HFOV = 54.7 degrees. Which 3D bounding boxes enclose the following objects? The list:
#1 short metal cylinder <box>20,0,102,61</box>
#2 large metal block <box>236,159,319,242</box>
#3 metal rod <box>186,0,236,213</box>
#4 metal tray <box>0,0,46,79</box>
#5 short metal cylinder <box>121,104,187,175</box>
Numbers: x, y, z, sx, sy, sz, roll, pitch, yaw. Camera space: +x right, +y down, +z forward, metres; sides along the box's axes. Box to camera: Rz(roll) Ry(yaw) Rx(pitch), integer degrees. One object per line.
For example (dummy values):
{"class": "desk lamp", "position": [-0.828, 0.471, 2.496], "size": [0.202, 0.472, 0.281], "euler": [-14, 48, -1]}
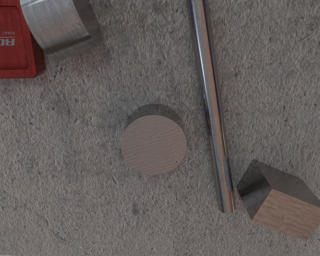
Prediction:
{"class": "short metal cylinder", "position": [-0.104, -0.119, 0.336], "size": [0.050, 0.080, 0.080], "euler": [-19, 109, 7]}
{"class": "large metal block", "position": [0.159, 0.094, 0.417], "size": [0.080, 0.080, 0.050], "euler": [22, 109, -8]}
{"class": "metal rod", "position": [0.069, -0.020, 0.403], "size": [0.025, 0.025, 0.298], "euler": [-11, 110, 4]}
{"class": "metal tray", "position": [-0.211, -0.105, 0.366], "size": [0.131, 0.030, 0.089], "euler": [-1, 110, 0]}
{"class": "short metal cylinder", "position": [-0.007, 0.013, 0.401], "size": [0.081, 0.050, 0.079], "euler": [0, 110, 0]}
